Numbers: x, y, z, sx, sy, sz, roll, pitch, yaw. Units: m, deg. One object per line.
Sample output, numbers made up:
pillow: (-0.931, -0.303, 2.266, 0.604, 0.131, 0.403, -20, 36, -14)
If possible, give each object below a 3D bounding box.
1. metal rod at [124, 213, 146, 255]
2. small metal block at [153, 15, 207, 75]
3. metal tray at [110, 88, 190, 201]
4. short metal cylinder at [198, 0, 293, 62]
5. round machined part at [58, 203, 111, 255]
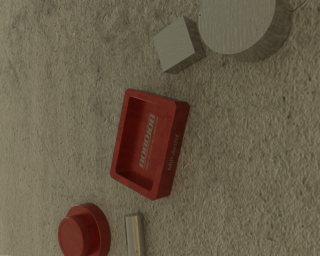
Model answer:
metal rod: (-0.023, 0.270, 0.424, 0.025, 0.025, 0.298, -9, 84, 39)
small metal block: (0.024, -0.101, 0.386, 0.050, 0.025, 0.050, -25, 74, 37)
metal tray: (-0.017, 0.019, 0.415, 0.090, 0.030, 0.129, 20, 102, 38)
short metal cylinder: (0.087, -0.111, 0.317, 0.080, 0.050, 0.080, 0, 90, 40)
round machined part: (-0.128, 0.174, 0.499, 0.098, 0.042, 0.097, 0, 90, 40)
